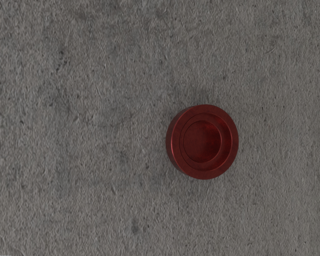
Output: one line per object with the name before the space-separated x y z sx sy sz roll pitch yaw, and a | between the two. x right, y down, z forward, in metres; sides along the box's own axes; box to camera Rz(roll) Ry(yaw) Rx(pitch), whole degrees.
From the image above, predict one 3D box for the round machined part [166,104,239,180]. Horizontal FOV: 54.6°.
round machined part | 0.053 0.018 0.419 0.099 0.042 0.097 0 90 -20
